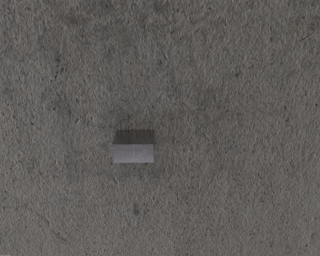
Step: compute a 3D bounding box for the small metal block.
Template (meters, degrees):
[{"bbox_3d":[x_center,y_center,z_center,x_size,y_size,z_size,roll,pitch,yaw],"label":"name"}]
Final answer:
[{"bbox_3d":[-0.033,0.023,0.405,0.050,0.050,0.025,0,110,0],"label":"small metal block"}]
